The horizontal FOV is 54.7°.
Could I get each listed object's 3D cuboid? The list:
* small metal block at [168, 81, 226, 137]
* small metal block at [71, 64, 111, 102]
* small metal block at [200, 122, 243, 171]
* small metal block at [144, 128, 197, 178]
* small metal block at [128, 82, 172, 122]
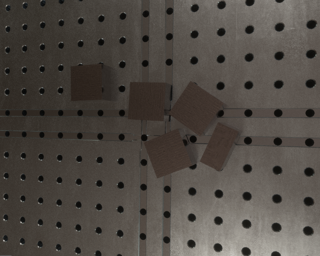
[{"bbox_3d":[0.048,-0.024,0.395,0.050,0.025,0.050,37,101,16],"label":"small metal block"},{"bbox_3d":[-0.100,-0.064,0.446,0.050,0.025,0.050,-1,90,19],"label":"small metal block"},{"bbox_3d":[0.075,0.021,0.373,0.025,0.050,0.050,26,99,18],"label":"small metal block"},{"bbox_3d":[0.014,0.033,0.407,0.050,0.025,0.050,-23,83,18],"label":"small metal block"},{"bbox_3d":[-0.013,-0.035,0.416,0.050,0.025,0.050,4,91,19],"label":"small metal block"}]
